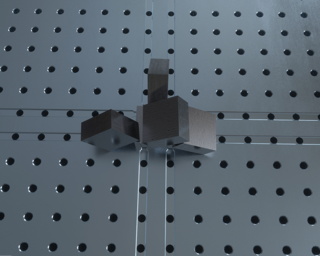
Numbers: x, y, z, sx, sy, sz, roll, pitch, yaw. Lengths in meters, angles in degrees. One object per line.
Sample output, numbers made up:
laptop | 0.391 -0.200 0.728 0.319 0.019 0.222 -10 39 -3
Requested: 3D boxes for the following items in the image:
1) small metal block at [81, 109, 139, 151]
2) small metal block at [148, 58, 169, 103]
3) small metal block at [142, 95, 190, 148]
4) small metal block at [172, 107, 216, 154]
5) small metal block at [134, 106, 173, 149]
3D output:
small metal block | -0.062 0.004 0.386 0.050 0.050 0.025 -21 61 29
small metal block | -0.002 -0.058 0.409 0.025 0.050 0.050 3 34 2
small metal block | 0.007 -0.006 0.375 0.050 0.025 0.050 -13 66 30
small metal block | 0.045 0.003 0.399 0.050 0.025 0.050 14 67 -28
small metal block | -0.006 -0.001 0.412 0.050 0.025 0.050 2 70 1
